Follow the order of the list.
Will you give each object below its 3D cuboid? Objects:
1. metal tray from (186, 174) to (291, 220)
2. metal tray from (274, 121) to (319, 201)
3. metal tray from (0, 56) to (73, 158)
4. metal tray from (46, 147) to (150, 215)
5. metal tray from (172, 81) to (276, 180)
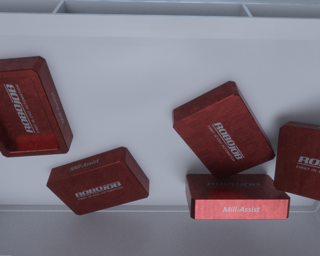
[{"bbox_3d":[0.106,0.097,0.448,0.131,0.090,0.030,0,102,-1],"label":"metal tray"},{"bbox_3d":[0.214,0.046,0.381,0.130,0.030,0.089,11,107,35],"label":"metal tray"},{"bbox_3d":[-0.171,-0.021,0.385,0.091,0.030,0.129,-4,130,3],"label":"metal tray"},{"bbox_3d":[-0.093,0.085,0.477,0.130,0.030,0.090,-18,128,14],"label":"metal tray"},{"bbox_3d":[0.087,0.009,0.415,0.090,0.030,0.130,-27,126,20],"label":"metal tray"}]
